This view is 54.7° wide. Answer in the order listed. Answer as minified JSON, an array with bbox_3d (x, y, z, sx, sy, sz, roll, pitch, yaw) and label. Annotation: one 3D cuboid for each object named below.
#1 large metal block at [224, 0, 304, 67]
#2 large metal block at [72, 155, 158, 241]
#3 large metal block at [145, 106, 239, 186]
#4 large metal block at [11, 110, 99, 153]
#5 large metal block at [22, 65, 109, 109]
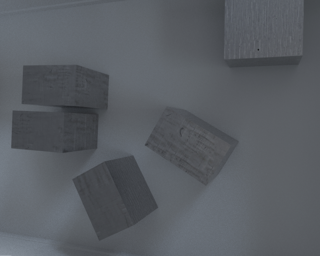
[{"bbox_3d":[0.118,-0.115,0.355,0.080,0.050,0.079,1,91,19],"label":"large metal block"},{"bbox_3d":[-0.054,0.085,0.399,0.050,0.080,0.080,-29,81,17],"label":"large metal block"},{"bbox_3d":[0.041,0.018,0.366,0.080,0.080,0.050,32,101,17],"label":"large metal block"},{"bbox_3d":[-0.143,0.004,0.430,0.080,0.080,0.050,3,91,19],"label":"large metal block"},{"bbox_3d":[-0.126,-0.054,0.424,0.080,0.080,0.050,3,91,19],"label":"large metal block"}]
